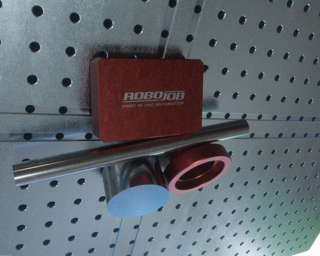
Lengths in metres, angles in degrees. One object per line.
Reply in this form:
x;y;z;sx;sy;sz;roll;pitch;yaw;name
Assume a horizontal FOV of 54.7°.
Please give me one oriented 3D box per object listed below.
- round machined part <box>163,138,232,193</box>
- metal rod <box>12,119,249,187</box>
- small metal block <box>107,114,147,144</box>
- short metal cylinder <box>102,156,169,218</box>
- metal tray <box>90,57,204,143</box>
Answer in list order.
0.049;0.051;0.445;0.099;0.042;0.098;-18;148;-12;round machined part
-0.016;0.024;0.385;0.303;0.025;0.025;-11;123;-23;metal rod
-0.035;0.015;0.414;0.050;0.025;0.050;19;108;-36;small metal block
-0.033;0.076;0.410;0.081;0.050;0.080;-11;140;-9;short metal cylinder
-0.012;-0.035;0.363;0.131;0.030;0.089;-5;102;-27;metal tray
